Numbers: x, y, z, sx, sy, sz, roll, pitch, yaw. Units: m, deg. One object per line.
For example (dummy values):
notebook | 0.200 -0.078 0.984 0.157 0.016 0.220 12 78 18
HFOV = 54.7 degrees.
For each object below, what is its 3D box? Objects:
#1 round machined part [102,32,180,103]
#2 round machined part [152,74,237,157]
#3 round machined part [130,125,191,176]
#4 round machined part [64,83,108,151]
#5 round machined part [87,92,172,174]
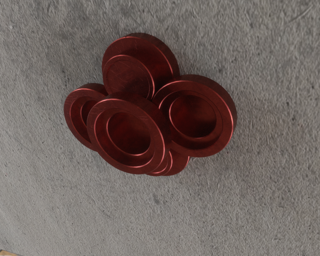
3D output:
round machined part | -0.029 -0.061 0.373 0.098 0.042 0.097 13 124 20
round machined part | 0.042 -0.017 0.364 0.098 0.042 0.097 13 124 20
round machined part | -0.007 0.026 0.415 0.098 0.042 0.097 13 124 20
round machined part | -0.079 -0.017 0.427 0.098 0.042 0.097 13 124 20
round machined part | -0.031 0.002 0.359 0.098 0.042 0.097 13 124 20
